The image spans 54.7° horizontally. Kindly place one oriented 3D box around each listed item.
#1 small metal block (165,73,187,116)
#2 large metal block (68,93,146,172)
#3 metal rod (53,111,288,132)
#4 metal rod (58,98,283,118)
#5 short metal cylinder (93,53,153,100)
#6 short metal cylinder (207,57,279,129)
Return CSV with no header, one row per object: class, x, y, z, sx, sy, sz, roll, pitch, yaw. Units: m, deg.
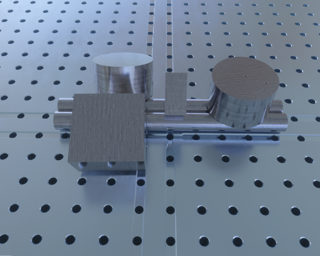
small metal block,0.019,-0.043,0.386,0.025,0.050,0.050,1,8,0
large metal block,-0.057,0.006,0.363,0.081,0.050,0.080,0,70,-1
metal rod,0.014,-0.009,0.411,0.302,0.025,0.025,1,50,0
metal rod,0.014,-0.028,0.427,0.302,0.025,0.025,1,50,0
short metal cylinder,-0.050,-0.070,0.427,0.081,0.050,0.080,1,26,0
short metal cylinder,0.103,-0.046,0.394,0.081,0.050,0.080,0,50,0
